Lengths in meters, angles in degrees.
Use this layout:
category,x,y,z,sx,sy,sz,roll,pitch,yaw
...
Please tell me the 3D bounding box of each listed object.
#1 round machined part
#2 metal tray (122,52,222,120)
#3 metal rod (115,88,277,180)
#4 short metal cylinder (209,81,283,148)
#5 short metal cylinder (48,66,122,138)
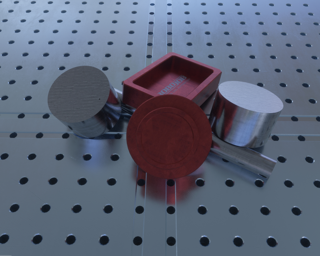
category,x,y,z,sx,sy,sz,roll,pitch,yaw
round machined part,0.010,0.010,0.353,0.099,0.042,0.097,0,92,5
metal tray,0.020,-0.060,0.436,0.090,0.030,0.131,26,41,20
metal rod,0.005,-0.010,0.416,0.301,0.025,0.025,25,55,20
short metal cylinder,0.106,-0.019,0.392,0.081,0.050,0.080,9,33,-6
short metal cylinder,-0.096,-0.033,0.403,0.080,0.050,0.080,-4,66,9
